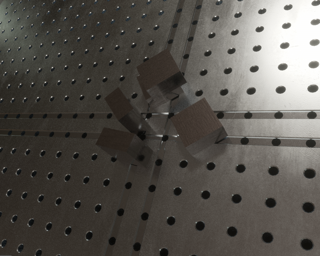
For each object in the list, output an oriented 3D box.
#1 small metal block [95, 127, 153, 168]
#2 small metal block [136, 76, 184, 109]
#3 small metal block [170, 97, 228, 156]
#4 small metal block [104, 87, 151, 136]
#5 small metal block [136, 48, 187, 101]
[{"bbox_3d":[-0.045,0.025,0.399,0.050,0.050,0.025,10,67,32],"label":"small metal block"},{"bbox_3d":[0.000,-0.063,0.446,0.050,0.025,0.050,-29,52,9],"label":"small metal block"},{"bbox_3d":[0.048,-0.002,0.383,0.050,0.025,0.050,-31,52,8],"label":"small metal block"},{"bbox_3d":[-0.044,-0.021,0.427,0.025,0.050,0.050,-38,51,2],"label":"small metal block"},{"bbox_3d":[0.001,-0.072,0.419,0.050,0.025,0.050,-29,52,9],"label":"small metal block"}]
